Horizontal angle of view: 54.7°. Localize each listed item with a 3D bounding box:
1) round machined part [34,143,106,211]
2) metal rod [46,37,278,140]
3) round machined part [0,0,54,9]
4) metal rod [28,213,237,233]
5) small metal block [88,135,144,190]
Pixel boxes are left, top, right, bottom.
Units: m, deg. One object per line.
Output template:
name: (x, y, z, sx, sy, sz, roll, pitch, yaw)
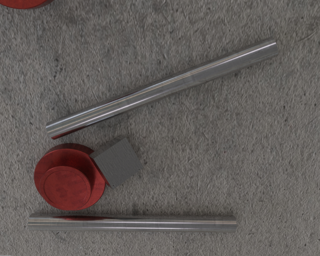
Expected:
round machined part: (-0.124, 0.074, 0.427, 0.099, 0.042, 0.097, 0, 110, 0)
metal rod: (-0.003, -0.047, 0.392, 0.301, 0.025, 0.025, -20, 109, 7)
round machined part: (-0.148, -0.180, 0.333, 0.099, 0.042, 0.097, 0, 110, 0)
metal rod: (-0.040, 0.141, 0.461, 0.302, 0.025, 0.025, 1, 110, -1)
small metal block: (-0.058, 0.045, 0.414, 0.050, 0.025, 0.050, -35, 109, -21)
